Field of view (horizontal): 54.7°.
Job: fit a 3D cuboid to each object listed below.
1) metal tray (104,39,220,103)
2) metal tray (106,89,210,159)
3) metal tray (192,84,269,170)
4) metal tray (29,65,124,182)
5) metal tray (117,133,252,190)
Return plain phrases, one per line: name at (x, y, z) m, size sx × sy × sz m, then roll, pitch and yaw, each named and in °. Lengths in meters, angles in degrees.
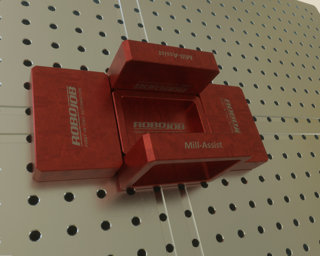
metal tray at (0.001, -0.067, 0.409) m, size 0.131 × 0.090 × 0.030 m, roll 1°, pitch 62°, yaw -28°
metal tray at (0.002, -0.001, 0.405) m, size 0.131 × 0.030 × 0.090 m, roll 1°, pitch 61°, yaw -28°
metal tray at (0.098, -0.004, 0.460) m, size 0.091 × 0.030 × 0.130 m, roll 1°, pitch 61°, yaw -29°
metal tray at (-0.099, -0.007, 0.357) m, size 0.091 × 0.030 × 0.130 m, roll 1°, pitch 61°, yaw -28°
metal tray at (0.027, 0.039, 0.357) m, size 0.131 × 0.090 × 0.030 m, roll 1°, pitch 62°, yaw -28°
